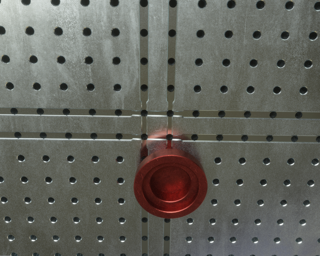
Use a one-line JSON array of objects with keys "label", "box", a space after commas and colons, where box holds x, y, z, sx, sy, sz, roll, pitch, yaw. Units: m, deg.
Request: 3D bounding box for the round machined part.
[{"label": "round machined part", "box": [0.014, 0.073, 0.431, 0.099, 0.042, 0.097, 0, 110, 0]}]
